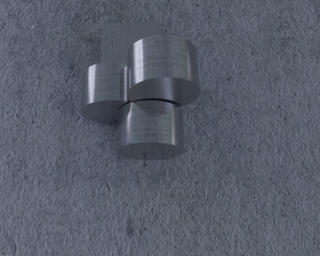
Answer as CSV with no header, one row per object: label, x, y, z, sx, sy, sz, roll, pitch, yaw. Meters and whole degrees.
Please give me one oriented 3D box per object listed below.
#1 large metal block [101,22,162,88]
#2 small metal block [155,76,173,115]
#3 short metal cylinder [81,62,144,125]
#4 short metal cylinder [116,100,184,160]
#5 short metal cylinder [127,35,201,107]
large metal block,-0.038,-0.098,0.433,0.081,0.050,0.080,-2,70,-1
small metal block,0.007,-0.036,0.412,0.025,0.050,0.050,1,70,0
short metal cylinder,-0.058,-0.041,0.396,0.081,0.080,0.050,-2,70,-1
short metal cylinder,-0.012,0.005,0.379,0.081,0.080,0.050,0,70,0
short metal cylinder,0.003,-0.060,0.350,0.081,0.080,0.050,-2,70,-1
